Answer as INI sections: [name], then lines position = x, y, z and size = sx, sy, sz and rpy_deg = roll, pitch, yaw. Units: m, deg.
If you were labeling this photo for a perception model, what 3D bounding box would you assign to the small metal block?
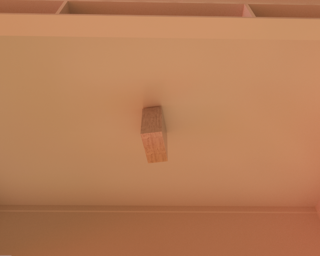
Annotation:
[small metal block]
position = -0.006, 0.009, 0.395
size = 0.025, 0.050, 0.050
rpy_deg = -7, 129, 6
